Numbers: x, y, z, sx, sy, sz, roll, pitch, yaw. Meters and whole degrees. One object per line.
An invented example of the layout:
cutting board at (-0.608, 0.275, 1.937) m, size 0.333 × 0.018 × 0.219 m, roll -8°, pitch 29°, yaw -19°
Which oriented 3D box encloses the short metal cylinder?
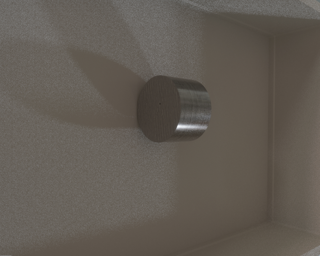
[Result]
short metal cylinder at (0.016, -0.023, 0.383) m, size 0.050 × 0.080 × 0.079 m, roll 0°, pitch 90°, yaw -40°
